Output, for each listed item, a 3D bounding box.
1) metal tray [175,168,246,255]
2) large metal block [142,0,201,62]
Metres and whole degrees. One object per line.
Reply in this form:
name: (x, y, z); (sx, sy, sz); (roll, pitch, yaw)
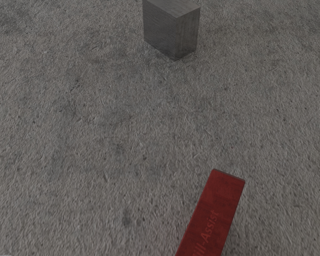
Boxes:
metal tray: (0.034, 0.111, 0.267); (0.030, 0.090, 0.130); (20, 53, 16)
large metal block: (0.017, -0.170, 0.511); (0.050, 0.080, 0.080); (-33, 58, -25)
